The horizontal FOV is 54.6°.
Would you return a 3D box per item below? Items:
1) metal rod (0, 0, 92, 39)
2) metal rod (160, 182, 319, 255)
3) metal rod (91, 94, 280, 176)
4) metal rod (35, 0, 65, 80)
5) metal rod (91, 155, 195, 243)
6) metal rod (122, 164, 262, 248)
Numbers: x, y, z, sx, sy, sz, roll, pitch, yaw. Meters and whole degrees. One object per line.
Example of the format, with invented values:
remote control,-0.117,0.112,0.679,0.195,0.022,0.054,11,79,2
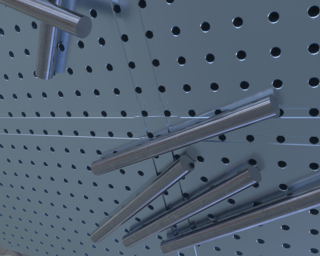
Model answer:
metal rod,-0.210,-0.174,0.392,0.300,0.025,0.025,27,128,20
metal rod,0.105,0.136,0.440,0.025,0.025,0.299,49,129,-6
metal rod,0.010,0.020,0.418,0.299,0.025,0.025,-22,107,36
metal rod,-0.119,-0.184,0.360,0.025,0.025,0.298,31,129,8
metal rod,-0.044,0.130,0.515,0.025,0.025,0.299,43,129,-2
metal rod,0.029,0.132,0.477,0.025,0.025,0.299,46,129,-4
